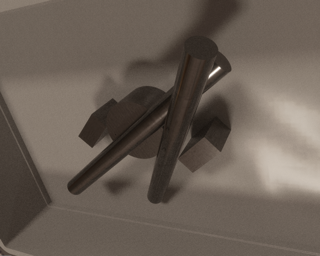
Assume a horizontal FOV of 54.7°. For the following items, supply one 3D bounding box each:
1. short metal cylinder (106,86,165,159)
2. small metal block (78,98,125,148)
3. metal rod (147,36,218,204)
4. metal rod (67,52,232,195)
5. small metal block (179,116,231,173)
[{"bbox_3d":[-0.021,-0.007,0.397,0.080,0.050,0.079,13,124,20],"label":"short metal cylinder"},{"bbox_3d":[-0.079,-0.007,0.428,0.025,0.050,0.050,41,129,0],"label":"small metal block"},{"bbox_3d":[0.011,0.023,0.347,0.025,0.025,0.298,28,148,10],"label":"metal rod"},{"bbox_3d":[-0.036,0.014,0.369,0.025,0.025,0.299,47,129,-5],"label":"metal rod"},{"bbox_3d":[0.054,0.020,0.375,0.025,0.050,0.050,43,129,-3],"label":"small metal block"}]
